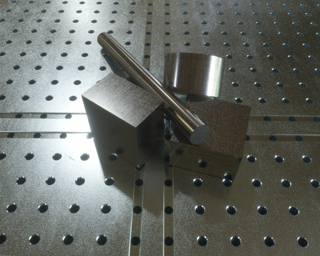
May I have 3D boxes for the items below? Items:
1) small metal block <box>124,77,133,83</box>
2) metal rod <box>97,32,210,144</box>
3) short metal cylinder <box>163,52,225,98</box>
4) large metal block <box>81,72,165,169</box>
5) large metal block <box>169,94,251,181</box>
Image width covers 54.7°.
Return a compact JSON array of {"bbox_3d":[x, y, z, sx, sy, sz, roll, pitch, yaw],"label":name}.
[{"bbox_3d":[-0.040,-0.047,0.447,0.050,0.025,0.050,-19,53,-16],"label":"small metal block"},{"bbox_3d":[-0.027,-0.073,0.430,0.025,0.025,0.300,-22,42,-18],"label":"metal rod"},{"bbox_3d":[0.045,-0.070,0.422,0.080,0.080,0.050,7,94,5],"label":"short metal cylinder"},{"bbox_3d":[-0.042,-0.009,0.378,0.080,0.080,0.050,30,56,22],"label":"large metal block"},{"bbox_3d":[0.062,0.010,0.383,0.080,0.050,0.080,14,51,11],"label":"large metal block"}]
